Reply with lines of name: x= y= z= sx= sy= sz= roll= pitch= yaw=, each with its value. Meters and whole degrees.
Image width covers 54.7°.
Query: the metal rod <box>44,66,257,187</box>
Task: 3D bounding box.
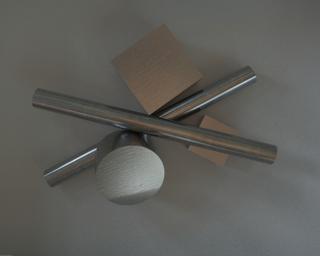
metal rod: x=-0.012 y=-0.002 z=0.409 sx=0.301 sy=0.025 sz=0.025 roll=-27 pitch=90 yaw=-1

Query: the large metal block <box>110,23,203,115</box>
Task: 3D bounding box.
large metal block: x=-0.004 y=-0.071 z=0.397 sx=0.080 sy=0.050 sz=0.080 roll=-36 pitch=90 yaw=0

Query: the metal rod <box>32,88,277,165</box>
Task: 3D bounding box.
metal rod: x=-0.006 y=-0.002 z=0.385 sx=0.302 sy=0.025 sz=0.025 roll=14 pitch=90 yaw=-1

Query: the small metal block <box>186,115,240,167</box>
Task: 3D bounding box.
small metal block: x=0.069 y=0.016 z=0.409 sx=0.050 sy=0.025 sz=0.050 roll=27 pitch=90 yaw=-1

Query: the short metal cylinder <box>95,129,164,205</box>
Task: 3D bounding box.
short metal cylinder: x=-0.039 y=0.047 z=0.383 sx=0.081 sy=0.050 sz=0.079 roll=-5 pitch=112 yaw=-11
